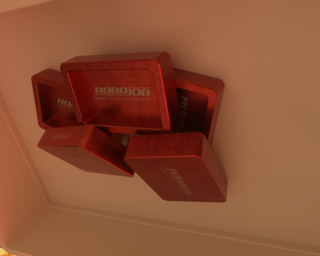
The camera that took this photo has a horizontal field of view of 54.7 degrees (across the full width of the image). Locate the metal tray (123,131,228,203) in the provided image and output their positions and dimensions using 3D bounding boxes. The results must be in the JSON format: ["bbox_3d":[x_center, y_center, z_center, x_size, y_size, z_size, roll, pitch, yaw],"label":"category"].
[{"bbox_3d":[0.025,0.053,0.380,0.090,0.030,0.130,-4,145,23],"label":"metal tray"}]

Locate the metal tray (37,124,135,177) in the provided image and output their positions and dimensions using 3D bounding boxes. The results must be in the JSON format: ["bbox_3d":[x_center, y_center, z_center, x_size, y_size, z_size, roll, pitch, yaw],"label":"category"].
[{"bbox_3d":[-0.101,0.033,0.431,0.130,0.030,0.090,-3,148,47],"label":"metal tray"}]

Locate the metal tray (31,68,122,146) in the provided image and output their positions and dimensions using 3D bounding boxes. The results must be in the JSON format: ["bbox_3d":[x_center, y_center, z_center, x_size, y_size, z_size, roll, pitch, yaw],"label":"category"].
[{"bbox_3d":[-0.119,-0.025,0.446,0.130,0.030,0.089,18,126,17],"label":"metal tray"}]

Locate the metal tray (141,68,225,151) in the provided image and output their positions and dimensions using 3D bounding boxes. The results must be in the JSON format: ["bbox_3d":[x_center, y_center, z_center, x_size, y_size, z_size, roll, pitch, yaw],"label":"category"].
[{"bbox_3d":[0.022,-0.006,0.387,0.090,0.030,0.129,18,125,17],"label":"metal tray"}]

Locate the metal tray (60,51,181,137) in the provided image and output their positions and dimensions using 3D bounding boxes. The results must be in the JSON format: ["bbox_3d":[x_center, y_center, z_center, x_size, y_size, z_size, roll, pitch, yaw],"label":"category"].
[{"bbox_3d":[-0.046,-0.039,0.363,0.130,0.030,0.089,4,120,26],"label":"metal tray"}]
